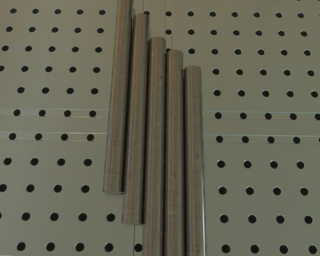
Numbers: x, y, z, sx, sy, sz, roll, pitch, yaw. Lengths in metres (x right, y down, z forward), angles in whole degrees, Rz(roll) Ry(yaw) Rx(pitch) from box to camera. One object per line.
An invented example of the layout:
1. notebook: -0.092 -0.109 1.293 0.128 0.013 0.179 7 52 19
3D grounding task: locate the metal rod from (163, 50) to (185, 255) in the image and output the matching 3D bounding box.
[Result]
1. metal rod: 0.019 0.033 0.399 0.025 0.025 0.299 1 70 0

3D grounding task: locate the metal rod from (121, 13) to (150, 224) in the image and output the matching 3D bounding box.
1. metal rod: -0.030 -0.026 0.420 0.025 0.025 0.299 1 70 0

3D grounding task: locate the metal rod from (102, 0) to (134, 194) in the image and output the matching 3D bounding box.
1. metal rod: -0.056 -0.061 0.433 0.025 0.025 0.299 1 70 0

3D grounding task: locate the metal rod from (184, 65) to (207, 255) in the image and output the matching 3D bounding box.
1. metal rod: 0.044 0.057 0.390 0.025 0.025 0.299 1 70 0

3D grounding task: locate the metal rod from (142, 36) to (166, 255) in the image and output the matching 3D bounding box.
1. metal rod: -0.006 0.012 0.406 0.025 0.025 0.299 1 70 0
